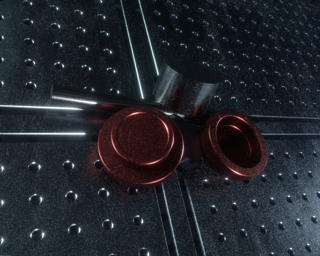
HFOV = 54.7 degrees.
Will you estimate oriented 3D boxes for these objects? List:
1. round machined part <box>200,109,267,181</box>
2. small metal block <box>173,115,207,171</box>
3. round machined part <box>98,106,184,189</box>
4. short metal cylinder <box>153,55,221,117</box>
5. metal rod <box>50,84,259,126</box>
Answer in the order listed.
[{"bbox_3d":[0.095,0.026,0.425,0.099,0.042,0.098,15,57,-24],"label":"round machined part"},{"bbox_3d":[0.030,0.020,0.407,0.050,0.025,0.050,32,52,-8],"label":"small metal block"},{"bbox_3d":[-0.021,0.016,0.355,0.099,0.042,0.098,3,64,-7],"label":"round machined part"},{"bbox_3d":[0.036,-0.059,0.424,0.081,0.050,0.080,17,30,-10],"label":"short metal cylinder"},{"bbox_3d":[0.010,-0.022,0.423,0.302,0.025,0.025,7,59,-25],"label":"metal rod"}]
